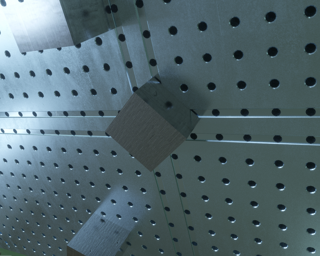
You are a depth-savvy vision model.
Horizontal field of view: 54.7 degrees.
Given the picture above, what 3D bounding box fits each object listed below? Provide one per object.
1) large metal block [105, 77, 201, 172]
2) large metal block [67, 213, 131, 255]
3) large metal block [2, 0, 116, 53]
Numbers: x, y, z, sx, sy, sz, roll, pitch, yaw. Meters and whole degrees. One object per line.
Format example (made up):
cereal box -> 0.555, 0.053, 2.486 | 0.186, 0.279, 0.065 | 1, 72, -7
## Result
large metal block -> -0.010, -0.004, 0.397 | 0.080, 0.050, 0.080 | 42, 129, -1
large metal block -> -0.111, 0.216, 0.565 | 0.080, 0.080, 0.050 | 22, 127, 14
large metal block -> -0.112, -0.126, 0.355 | 0.080, 0.080, 0.050 | 1, 119, 27
